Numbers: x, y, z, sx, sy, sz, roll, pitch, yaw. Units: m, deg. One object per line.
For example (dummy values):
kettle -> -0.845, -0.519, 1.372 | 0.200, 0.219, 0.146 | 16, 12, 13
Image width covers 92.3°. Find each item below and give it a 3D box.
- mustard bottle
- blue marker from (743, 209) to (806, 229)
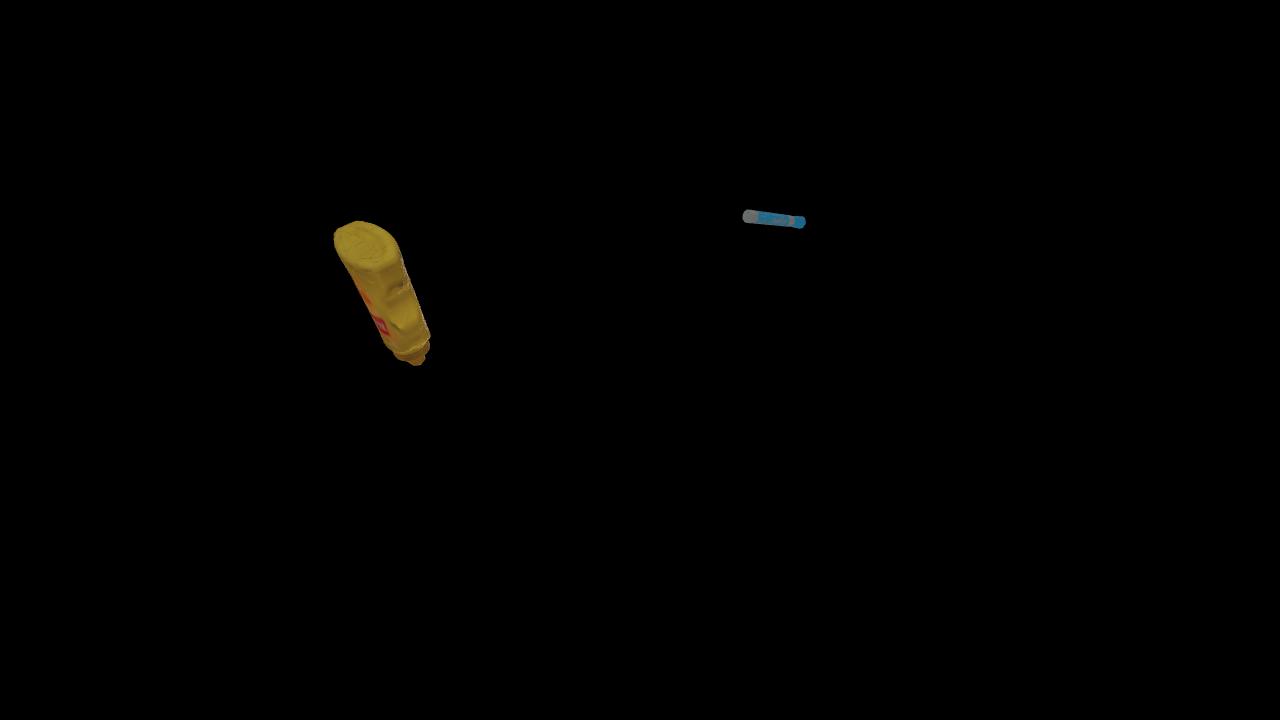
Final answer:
mustard bottle -> -0.273, -0.058, 0.683 | 0.092, 0.184, 0.054 | 33, 58, 26
blue marker -> 0.201, -0.207, 0.907 | 0.121, 0.020, 0.020 | -4, 2, -35
